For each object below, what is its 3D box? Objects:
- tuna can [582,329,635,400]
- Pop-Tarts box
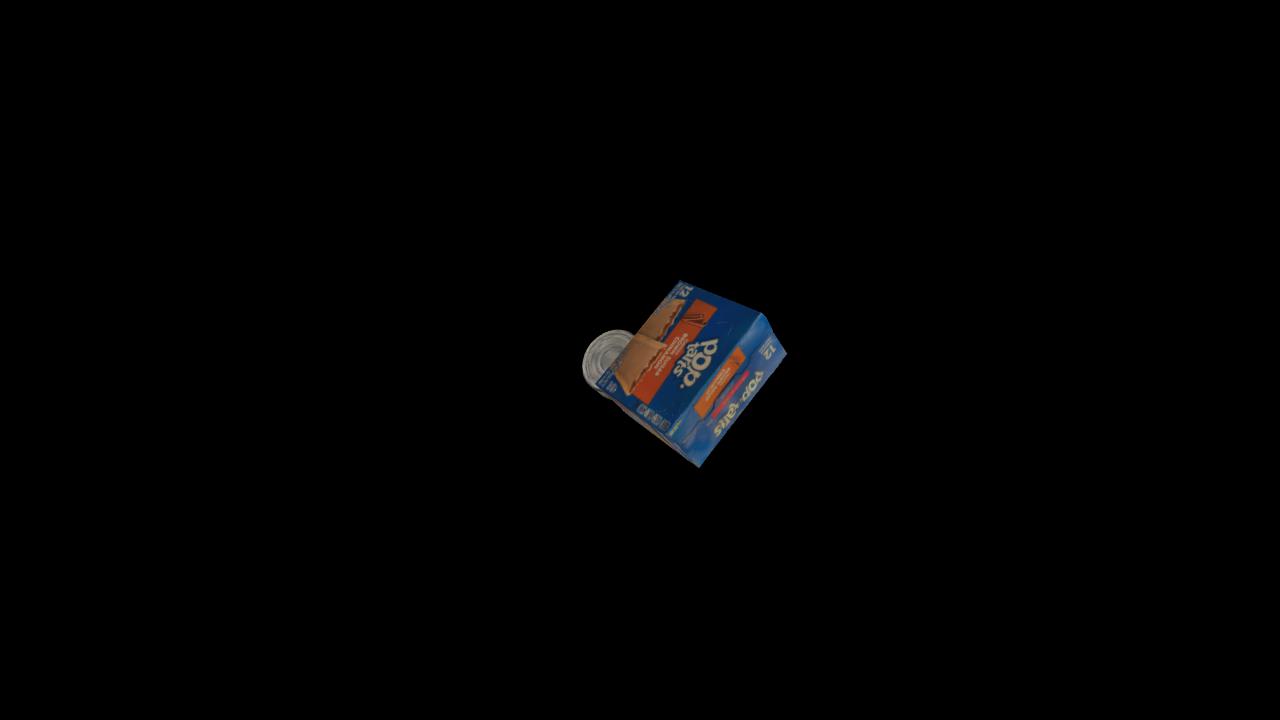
[{"bbox_3d":[-0.029,0.005,0.758,0.084,0.084,0.034,0,-23,26],"label":"tuna can"},{"bbox_3d":[0.057,0.010,0.711,0.141,0.167,0.083,32,-10,47],"label":"Pop-Tarts box"}]
